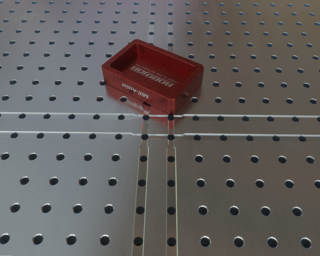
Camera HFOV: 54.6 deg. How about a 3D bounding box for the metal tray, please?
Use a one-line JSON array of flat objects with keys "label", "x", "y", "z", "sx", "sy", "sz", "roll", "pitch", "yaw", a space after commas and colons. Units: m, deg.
[{"label": "metal tray", "x": -0.011, "y": -0.083, "z": 0.473, "sx": 0.130, "sy": 0.030, "sz": 0.090, "roll": 27, "pitch": 55, "yaw": 21}]
